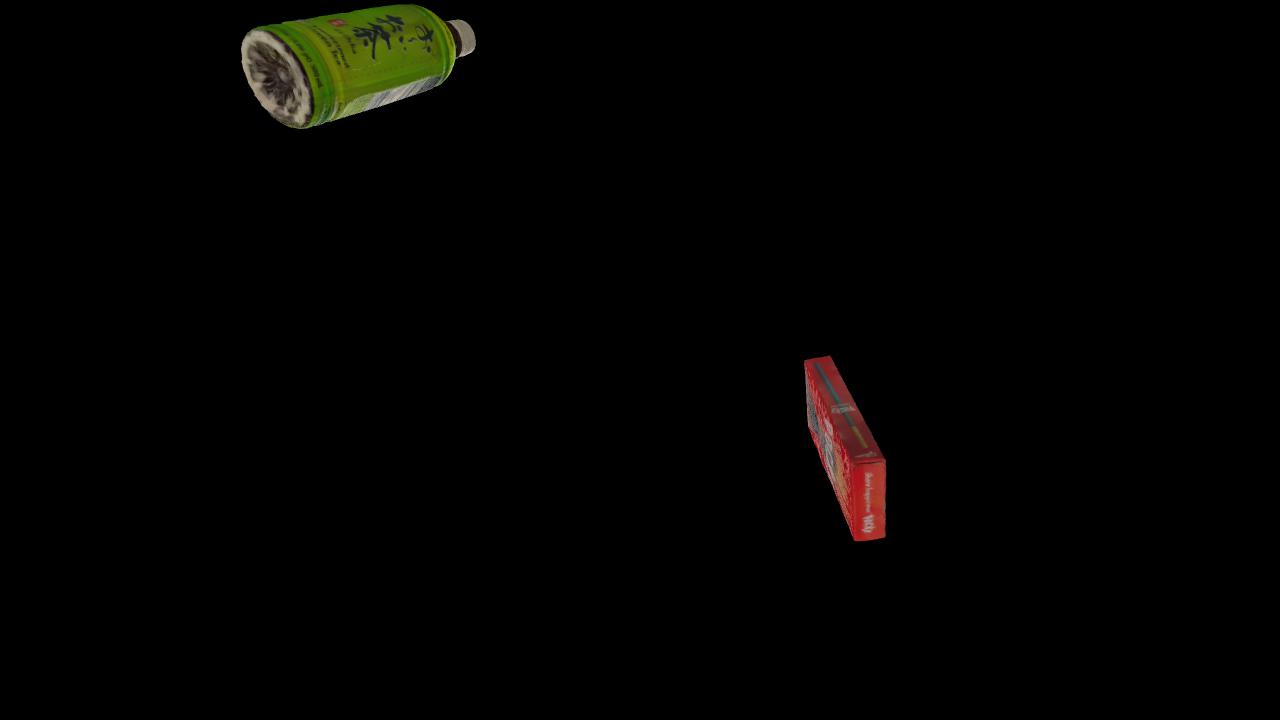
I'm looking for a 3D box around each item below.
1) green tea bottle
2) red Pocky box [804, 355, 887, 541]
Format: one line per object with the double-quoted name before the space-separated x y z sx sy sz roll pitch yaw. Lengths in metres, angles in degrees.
"green tea bottle" -0.215 -0.253 0.514 0.073 0.073 0.212 0 31 29
"red Pocky box" 0.172 0.069 0.527 0.028 0.083 0.155 -9 30 5
